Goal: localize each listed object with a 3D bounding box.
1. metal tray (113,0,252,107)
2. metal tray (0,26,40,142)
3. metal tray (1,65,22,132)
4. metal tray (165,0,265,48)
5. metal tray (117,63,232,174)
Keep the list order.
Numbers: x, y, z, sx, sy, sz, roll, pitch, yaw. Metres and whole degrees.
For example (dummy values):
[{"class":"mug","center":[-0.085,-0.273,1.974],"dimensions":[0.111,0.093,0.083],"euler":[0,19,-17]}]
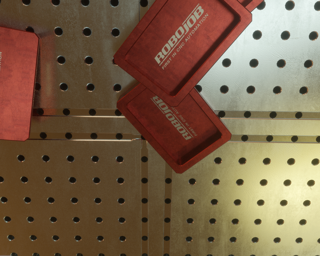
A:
[{"class":"metal tray","center":[0.023,-0.099,0.341],"dimensions":[0.090,0.030,0.130],"euler":[37,106,-13]},{"class":"metal tray","center":[-0.196,-0.053,0.364],"dimensions":[0.091,0.030,0.129],"euler":[6,101,-21]},{"class":"metal tray","center":[-0.246,-0.053,0.389],"dimensions":[0.131,0.030,0.090],"euler":[25,108,-9]},{"class":"metal tray","center":[0.073,-0.167,0.349],"dimensions":[0.130,0.030,0.090],"euler":[-41,105,13]},{"class":"metal tray","center":[0.019,-0.014,0.405],"dimensions":[0.090,0.030,0.130],"euler":[-38,106,12]}]
